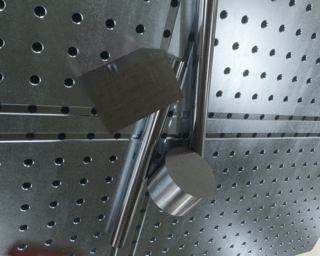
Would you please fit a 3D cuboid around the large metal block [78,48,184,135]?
[{"bbox_3d":[-0.034,-0.043,0.324,0.080,0.080,0.050,-28,113,-11],"label":"large metal block"}]

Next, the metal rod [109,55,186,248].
[{"bbox_3d":[-0.024,0.047,0.427,0.025,0.025,0.298,4,117,-30],"label":"metal rod"}]

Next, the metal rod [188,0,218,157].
[{"bbox_3d":[0.053,-0.040,0.415,0.025,0.025,0.298,-14,124,-21],"label":"metal rod"}]

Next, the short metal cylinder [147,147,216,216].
[{"bbox_3d":[0.029,0.073,0.429,0.081,0.080,0.050,10,135,-33],"label":"short metal cylinder"}]
